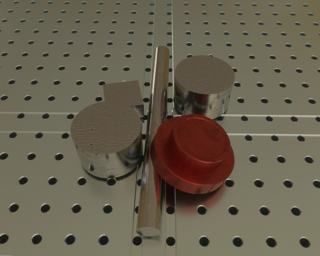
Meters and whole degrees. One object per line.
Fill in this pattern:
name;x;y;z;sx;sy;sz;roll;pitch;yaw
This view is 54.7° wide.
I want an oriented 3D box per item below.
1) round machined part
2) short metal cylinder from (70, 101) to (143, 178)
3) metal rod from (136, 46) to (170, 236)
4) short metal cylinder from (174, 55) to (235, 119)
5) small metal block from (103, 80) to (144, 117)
round machined part;0.041;0.023;0.357;0.099;0.042;0.098;11;48;-12
short metal cylinder;-0.062;0.013;0.374;0.081;0.050;0.080;0;50;0
metal rod;-0.004;-0.009;0.410;0.025;0.025;0.300;2;50;2
short metal cylinder;0.060;-0.057;0.434;0.081;0.050;0.080;0;50;0
small metal block;-0.051;-0.038;0.434;0.050;0.025;0.050;-9;51;-7
